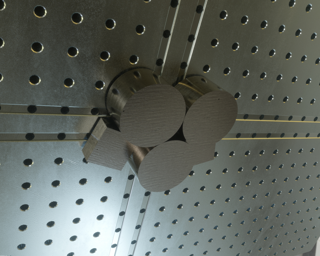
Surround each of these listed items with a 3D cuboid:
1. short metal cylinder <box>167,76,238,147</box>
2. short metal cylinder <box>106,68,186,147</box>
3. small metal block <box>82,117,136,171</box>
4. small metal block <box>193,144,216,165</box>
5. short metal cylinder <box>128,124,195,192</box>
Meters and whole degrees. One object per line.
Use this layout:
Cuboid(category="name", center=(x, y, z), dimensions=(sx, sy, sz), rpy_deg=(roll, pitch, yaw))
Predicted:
Cuboid(category="short metal cylinder", center=(0.053, -0.022, 0.406), dimensions=(0.081, 0.050, 0.079), rpy_deg=(-14, 124, -21))
Cuboid(category="short metal cylinder", center=(-0.017, -0.024, 0.366), dimensions=(0.081, 0.050, 0.079), rpy_deg=(-14, 124, -21))
Cuboid(category="small metal block", center=(-0.061, 0.021, 0.387), dimensions=(0.050, 0.025, 0.050), rpy_deg=(23, 106, -37))
Cuboid(category="small metal block", center=(0.053, 0.026, 0.452), dimensions=(0.050, 0.025, 0.050), rpy_deg=(-13, 124, -21))
Cuboid(category="short metal cylinder", center=(-0.001, 0.038, 0.414), dimensions=(0.081, 0.050, 0.079), rpy_deg=(-14, 124, -21))
